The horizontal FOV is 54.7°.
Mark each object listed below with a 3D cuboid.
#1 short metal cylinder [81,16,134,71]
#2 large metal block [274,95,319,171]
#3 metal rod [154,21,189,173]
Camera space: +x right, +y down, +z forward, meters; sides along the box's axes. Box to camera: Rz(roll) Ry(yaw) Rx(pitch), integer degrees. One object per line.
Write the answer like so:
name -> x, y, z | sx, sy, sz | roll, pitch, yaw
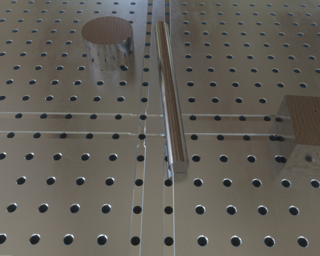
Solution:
short metal cylinder -> -0.083, -0.139, 0.507 | 0.081, 0.050, 0.080 | 0, 50, 0
large metal block -> 0.197, 0.007, 0.389 | 0.080, 0.050, 0.080 | 4, 50, 3
metal rod -> 0.012, -0.068, 0.464 | 0.025, 0.025, 0.300 | -3, 50, -3
